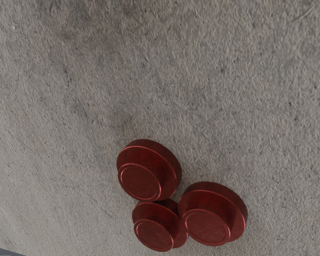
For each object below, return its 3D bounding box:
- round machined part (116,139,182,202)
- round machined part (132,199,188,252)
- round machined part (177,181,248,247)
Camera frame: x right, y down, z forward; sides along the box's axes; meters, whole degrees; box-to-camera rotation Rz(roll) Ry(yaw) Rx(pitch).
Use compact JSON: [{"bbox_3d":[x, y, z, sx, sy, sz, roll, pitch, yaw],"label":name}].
[{"bbox_3d":[-0.022,0.068,0.449,0.098,0.042,0.097,13,124,21],"label":"round machined part"},{"bbox_3d":[-0.003,0.158,0.495,0.098,0.042,0.097,13,124,21],"label":"round machined part"},{"bbox_3d":[0.070,0.127,0.438,0.098,0.042,0.097,13,124,20],"label":"round machined part"}]
